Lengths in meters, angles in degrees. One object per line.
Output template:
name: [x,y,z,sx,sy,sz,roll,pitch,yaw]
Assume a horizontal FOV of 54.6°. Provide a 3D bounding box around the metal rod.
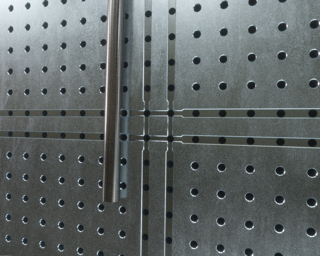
metal rod: [-0.064,-0.047,0.435,0.025,0.025,0.298,2,91,20]
